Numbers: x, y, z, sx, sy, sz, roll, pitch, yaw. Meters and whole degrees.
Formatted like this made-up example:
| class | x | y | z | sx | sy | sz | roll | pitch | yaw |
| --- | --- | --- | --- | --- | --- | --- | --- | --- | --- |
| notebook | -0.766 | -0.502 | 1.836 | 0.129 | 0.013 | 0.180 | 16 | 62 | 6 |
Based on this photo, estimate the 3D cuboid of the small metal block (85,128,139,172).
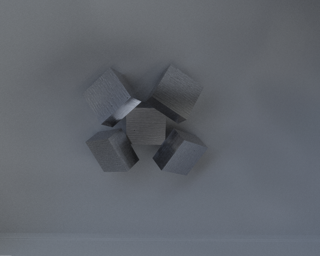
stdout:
| class | x | y | z | sx | sy | sz | roll | pitch | yaw |
| --- | --- | --- | --- | --- | --- | --- | --- | --- | --- |
| small metal block | -0.063 | 0.030 | 0.407 | 0.050 | 0.025 | 0.050 | -9 | 116 | 44 |

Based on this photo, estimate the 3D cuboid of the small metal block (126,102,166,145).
| class | x | y | z | sx | sy | sz | roll | pitch | yaw |
| --- | --- | --- | --- | --- | --- | --- | --- | --- | --- |
| small metal block | -0.018 | -0.006 | 0.406 | 0.050 | 0.025 | 0.050 | 1 | 110 | -1 |

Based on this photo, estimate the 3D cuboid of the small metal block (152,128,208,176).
| class | x | y | z | sx | sy | sz | roll | pitch | yaw |
| --- | --- | --- | --- | --- | --- | --- | --- | --- | --- |
| small metal block | 0.027 | 0.033 | 0.410 | 0.050 | 0.025 | 0.050 | 19 | 113 | -44 |

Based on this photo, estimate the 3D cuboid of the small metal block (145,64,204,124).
| class | x | y | z | sx | sy | sz | roll | pitch | yaw |
| --- | --- | --- | --- | --- | --- | --- | --- | --- | --- |
| small metal block | 0.018 | -0.041 | 0.381 | 0.050 | 0.025 | 0.050 | 33 | 69 | -12 |

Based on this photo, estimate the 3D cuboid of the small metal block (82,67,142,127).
| class | x | y | z | sx | sy | sz | roll | pitch | yaw |
| --- | --- | --- | --- | --- | --- | --- | --- | --- | --- |
| small metal block | -0.060 | -0.037 | 0.381 | 0.050 | 0.025 | 0.050 | -41 | 68 | 14 |
